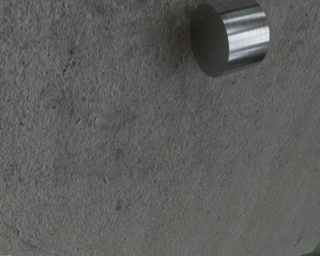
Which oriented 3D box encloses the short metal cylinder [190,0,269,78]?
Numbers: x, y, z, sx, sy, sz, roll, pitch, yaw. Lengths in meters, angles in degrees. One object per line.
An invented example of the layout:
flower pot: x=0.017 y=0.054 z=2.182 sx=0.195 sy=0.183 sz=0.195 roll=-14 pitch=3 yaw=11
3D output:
short metal cylinder: x=0.075 y=-0.102 z=0.349 sx=0.050 sy=0.080 sz=0.079 roll=-18 pitch=126 yaw=-18
